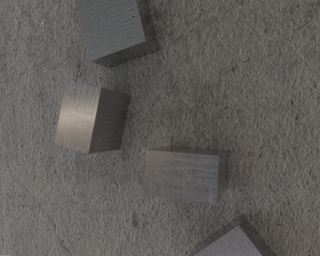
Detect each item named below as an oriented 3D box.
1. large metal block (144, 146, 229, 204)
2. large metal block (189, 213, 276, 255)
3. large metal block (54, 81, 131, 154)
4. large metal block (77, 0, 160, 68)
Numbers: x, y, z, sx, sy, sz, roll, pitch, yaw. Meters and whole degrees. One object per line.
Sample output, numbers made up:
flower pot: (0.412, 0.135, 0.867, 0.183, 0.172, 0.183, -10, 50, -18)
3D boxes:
large metal block: (0.035, 0.051, 0.367, 0.080, 0.080, 0.050, 3, 91, 20)
large metal block: (0.089, 0.162, 0.364, 0.080, 0.050, 0.080, -41, 77, 15)
large metal block: (-0.086, -0.014, 0.410, 0.050, 0.080, 0.080, 13, 95, 19)
large metal block: (-0.054, -0.135, 0.415, 0.080, 0.050, 0.080, -15, 85, 19)
